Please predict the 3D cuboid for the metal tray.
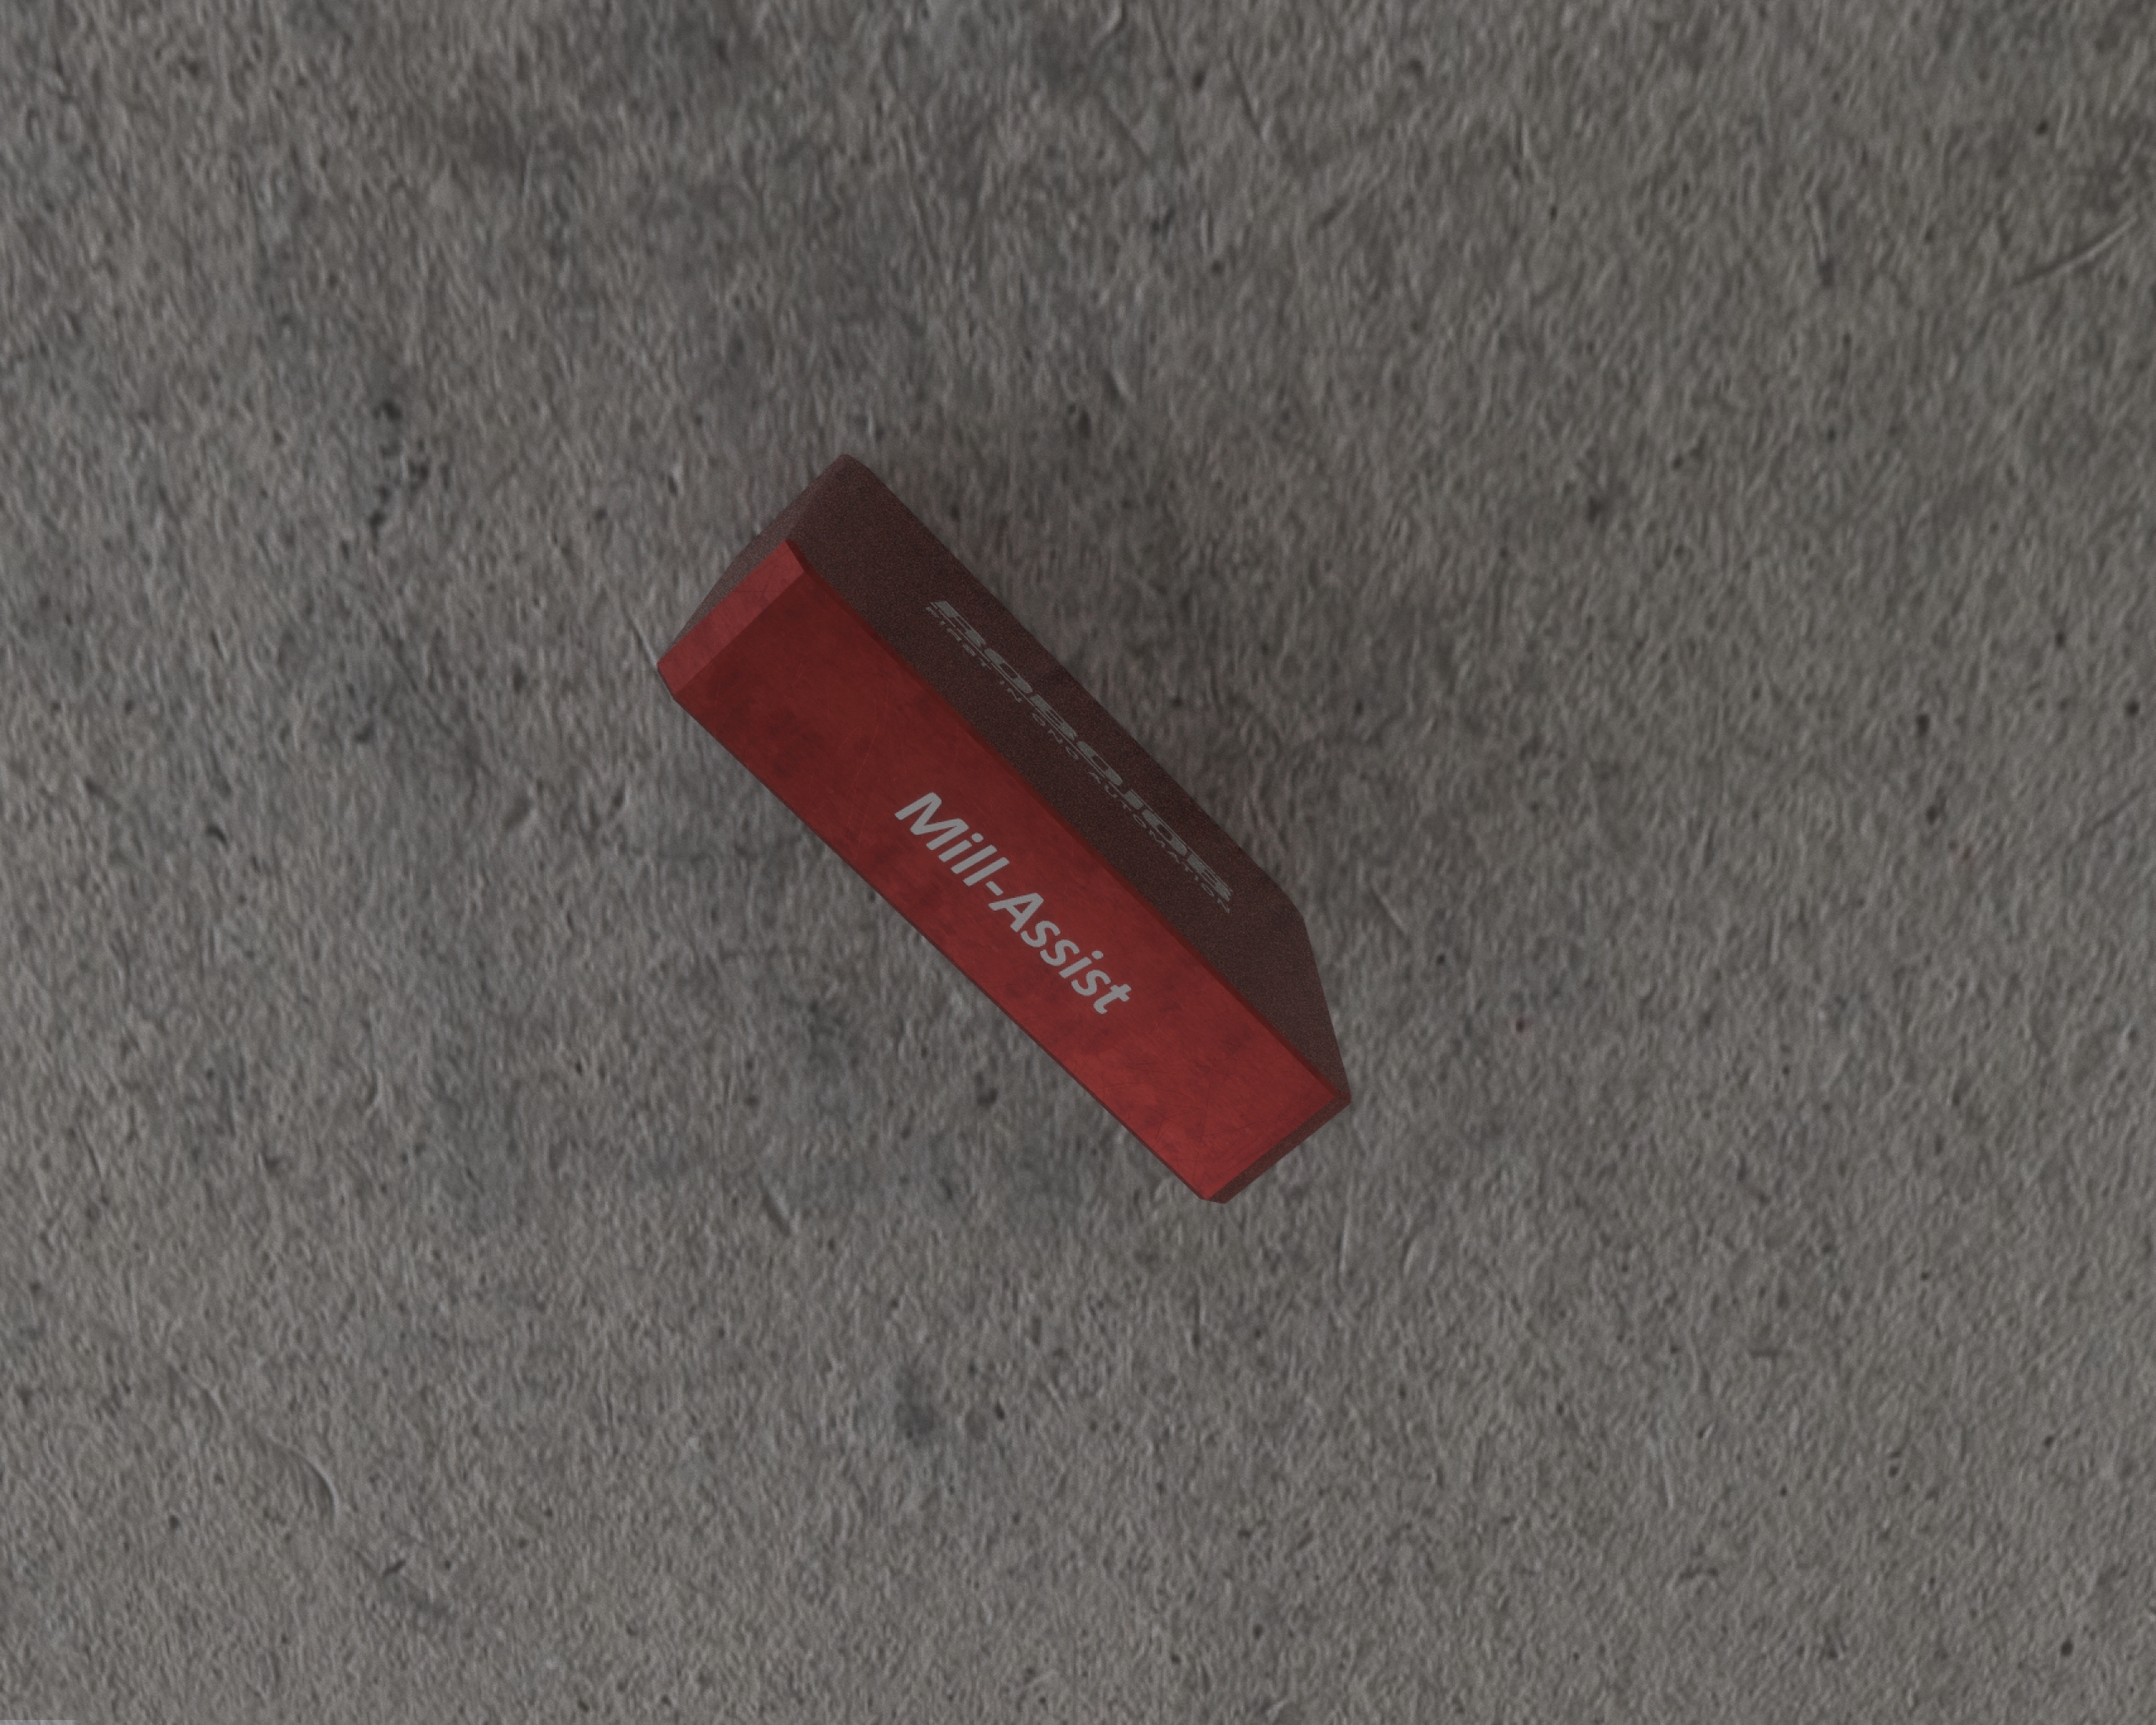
[{"bbox_3d":[-0.010,-0.009,0.371,0.030,0.090,0.130,-42,105,14],"label":"metal tray"}]
